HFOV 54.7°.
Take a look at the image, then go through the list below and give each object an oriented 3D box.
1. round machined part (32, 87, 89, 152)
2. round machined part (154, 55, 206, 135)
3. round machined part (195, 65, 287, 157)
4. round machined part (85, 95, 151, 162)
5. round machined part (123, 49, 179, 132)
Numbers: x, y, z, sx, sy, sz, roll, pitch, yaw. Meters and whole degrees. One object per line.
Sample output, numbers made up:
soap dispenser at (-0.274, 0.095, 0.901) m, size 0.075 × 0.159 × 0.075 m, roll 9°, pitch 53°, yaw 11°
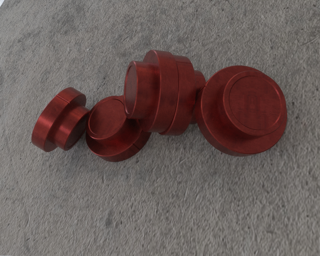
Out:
round machined part at (-0.133, -0.006, 0.444) m, size 0.042 × 0.098 × 0.098 m, roll 32°, pitch 77°, yaw 1°
round machined part at (0.024, -0.039, 0.382) m, size 0.042 × 0.097 × 0.098 m, roll 3°, pitch 53°, yaw -19°
round machined part at (0.090, -0.021, 0.325) m, size 0.099 × 0.042 × 0.098 m, roll 3°, pitch 77°, yaw -12°
round machined part at (-0.063, -0.006, 0.430) m, size 0.098 × 0.042 × 0.098 m, roll -13°, pitch 56°, yaw 21°
round machined part at (-0.016, -0.044, 0.368) m, size 0.042 × 0.097 × 0.098 m, roll 3°, pitch 53°, yaw -19°
